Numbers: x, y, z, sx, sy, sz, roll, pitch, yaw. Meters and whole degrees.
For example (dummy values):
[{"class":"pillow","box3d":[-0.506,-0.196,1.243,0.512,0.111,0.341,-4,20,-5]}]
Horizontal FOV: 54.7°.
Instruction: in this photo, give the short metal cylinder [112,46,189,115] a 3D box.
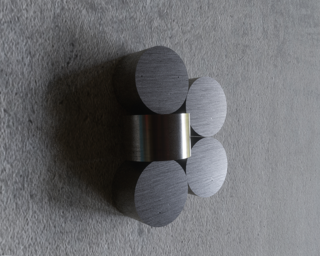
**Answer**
[{"class":"short metal cylinder","box3d":[-0.011,-0.056,0.380,0.081,0.050,0.080,-1,91,-39]}]

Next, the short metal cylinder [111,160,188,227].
[{"class":"short metal cylinder","box3d":[-0.012,0.075,0.380,0.081,0.050,0.080,-1,91,-39]}]

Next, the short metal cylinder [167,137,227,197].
[{"class":"short metal cylinder","box3d":[0.048,0.052,0.429,0.081,0.050,0.079,-1,91,-39]}]

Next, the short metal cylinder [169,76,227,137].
[{"class":"short metal cylinder","box3d":[0.047,-0.028,0.428,0.081,0.050,0.079,-1,91,-40]}]

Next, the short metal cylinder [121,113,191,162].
[{"class":"short metal cylinder","box3d":[-0.004,0.009,0.367,0.081,0.080,0.050,-4,93,-40]}]
